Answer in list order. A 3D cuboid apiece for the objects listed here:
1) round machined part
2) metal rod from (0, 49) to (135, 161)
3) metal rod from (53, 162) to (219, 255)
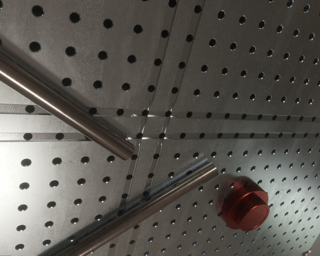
[{"bbox_3d":[0.170,0.159,0.595,0.099,0.042,0.097,-14,125,-21],"label":"round machined part"},{"bbox_3d":[-0.132,-0.043,0.313,0.025,0.025,0.301,-47,130,4],"label":"metal rod"},{"bbox_3d":[-0.042,0.137,0.474,0.302,0.025,0.025,-29,129,-10],"label":"metal rod"}]
